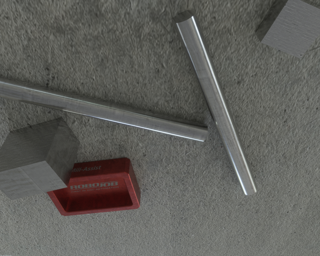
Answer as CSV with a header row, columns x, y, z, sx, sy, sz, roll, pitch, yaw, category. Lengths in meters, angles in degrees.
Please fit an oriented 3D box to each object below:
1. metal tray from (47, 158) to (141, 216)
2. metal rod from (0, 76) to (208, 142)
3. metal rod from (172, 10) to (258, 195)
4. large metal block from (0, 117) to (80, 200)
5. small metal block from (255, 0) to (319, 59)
x,y,z,sx,sy,sz,roll,pitch,yaw,category
-0.103,0.094,0.482,0.131,0.030,0.089,-7,130,5,metal tray
-0.086,-0.026,0.383,0.302,0.025,0.025,13,129,-11,metal rod
0.083,-0.008,0.401,0.025,0.025,0.299,-18,128,14,metal rod
-0.159,0.038,0.402,0.080,0.080,0.050,-14,129,11,large metal block
0.136,-0.107,0.319,0.050,0.025,0.050,17,128,-14,small metal block
